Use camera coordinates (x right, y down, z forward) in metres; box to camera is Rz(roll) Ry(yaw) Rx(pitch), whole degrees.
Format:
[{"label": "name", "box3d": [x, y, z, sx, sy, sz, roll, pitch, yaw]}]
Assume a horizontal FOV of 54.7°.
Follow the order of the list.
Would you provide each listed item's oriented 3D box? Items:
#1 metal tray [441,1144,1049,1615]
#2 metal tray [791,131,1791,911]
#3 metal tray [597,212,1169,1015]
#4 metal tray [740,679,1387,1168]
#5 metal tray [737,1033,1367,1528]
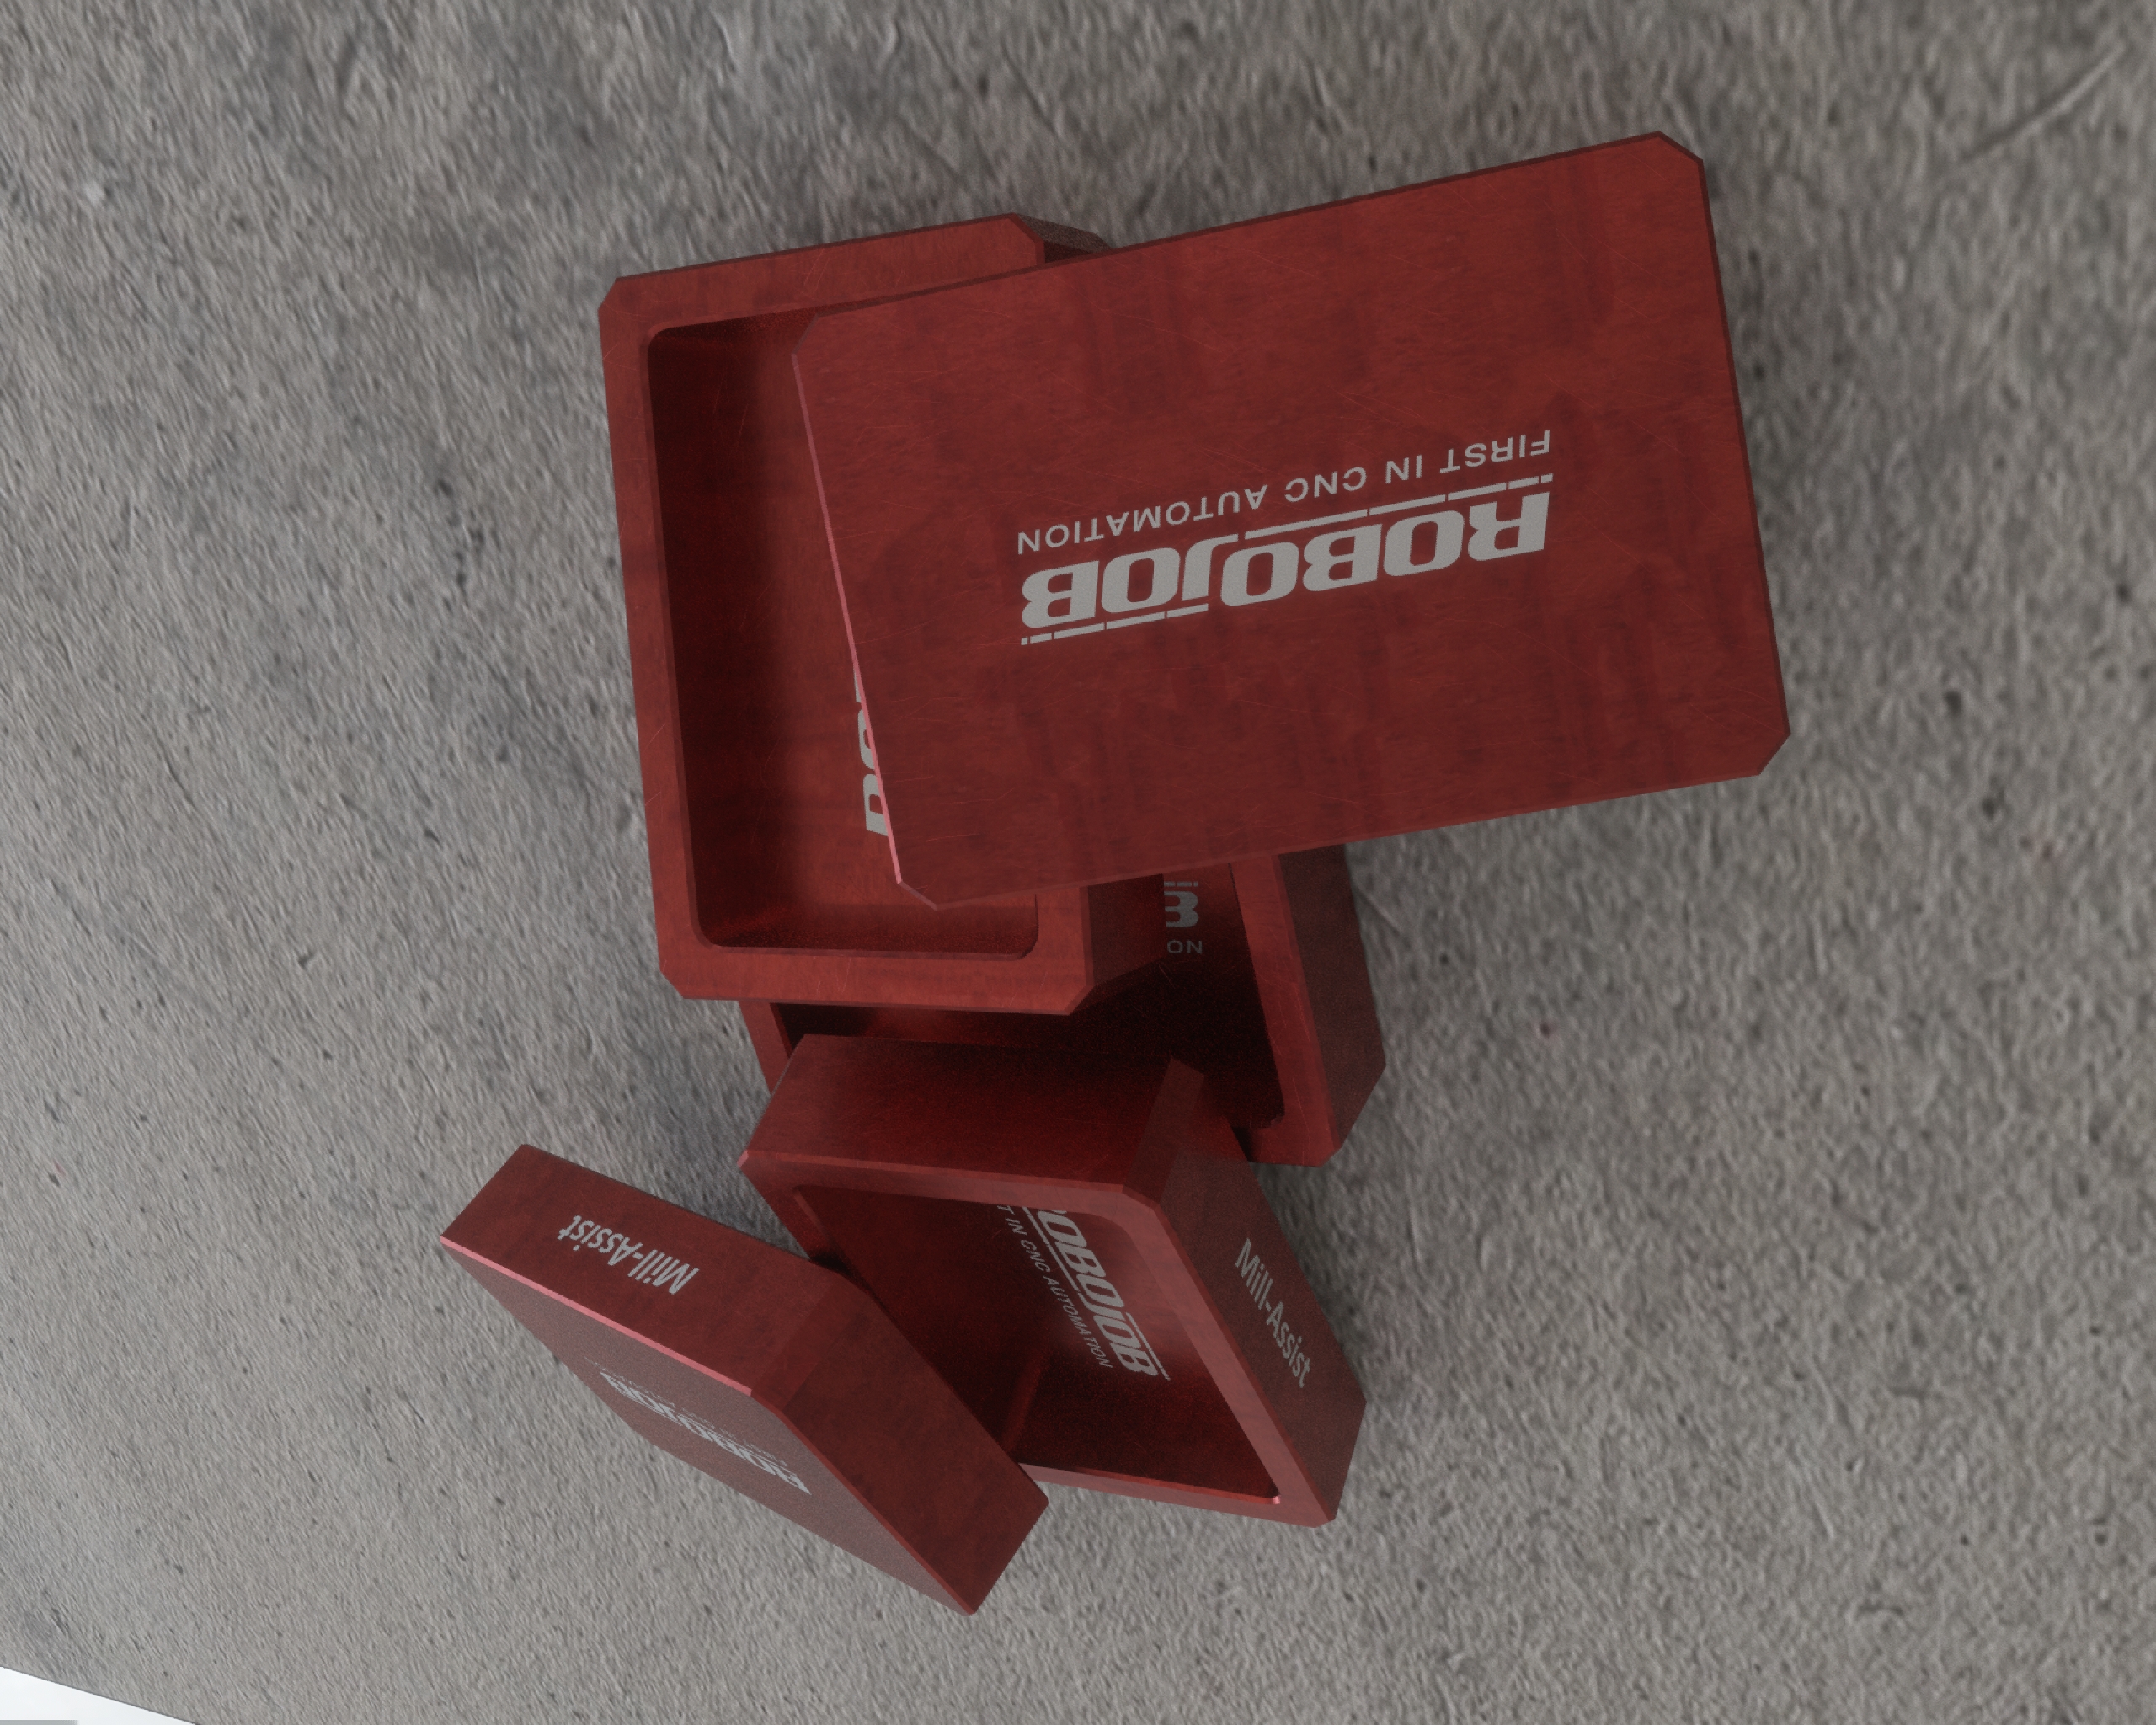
[{"label": "metal tray", "box3d": [-0.078, 0.116, 0.476, 0.130, 0.030, 0.090, 10, 143, 44]}, {"label": "metal tray", "box3d": [0.031, -0.048, 0.312, 0.131, 0.030, 0.089, -10, 96, 9]}, {"label": "metal tray", "box3d": [-0.035, -0.041, 0.368, 0.090, 0.030, 0.129, 0, 98, 28]}, {"label": "metal tray", "box3d": [-0.011, 0.012, 0.416, 0.130, 0.030, 0.089, 0, 119, 28]}, {"label": "metal tray", "box3d": [-0.001, 0.088, 0.431, 0.090, 0.030, 0.130, 1, 138, 27]}]
